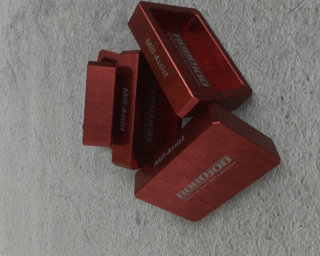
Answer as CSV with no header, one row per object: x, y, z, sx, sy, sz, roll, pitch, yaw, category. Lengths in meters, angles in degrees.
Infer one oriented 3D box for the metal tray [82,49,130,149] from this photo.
-0.063,-0.041,0.453,0.090,0.030,0.129,25,106,36,metal tray

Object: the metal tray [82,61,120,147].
-0.070,-0.030,0.388,0.130,0.030,0.089,-140,54,-83,metal tray

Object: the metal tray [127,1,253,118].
0.032,-0.076,0.333,0.030,0.091,0.130,-49,60,45,metal tray

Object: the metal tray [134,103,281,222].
0.045,0.043,0.325,0.129,0.090,0.030,-46,28,30,metal tray

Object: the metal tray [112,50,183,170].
-0.010,-0.021,0.371,0.030,0.091,0.129,8,96,39,metal tray
